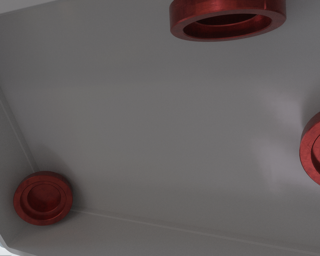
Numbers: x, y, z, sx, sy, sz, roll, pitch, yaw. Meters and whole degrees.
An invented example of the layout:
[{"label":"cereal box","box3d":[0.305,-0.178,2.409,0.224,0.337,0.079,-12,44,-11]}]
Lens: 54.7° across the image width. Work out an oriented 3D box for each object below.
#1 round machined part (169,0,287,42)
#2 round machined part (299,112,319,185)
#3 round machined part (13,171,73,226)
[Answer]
[{"label":"round machined part","box3d":[0.057,-0.109,0.271,0.098,0.099,0.042,-2,92,29]},{"label":"round machined part","box3d":[0.193,0.017,0.306,0.098,0.042,0.097,13,124,21]},{"label":"round machined part","box3d":[-0.209,0.123,0.563,0.099,0.042,0.097,-3,105,-13]}]
